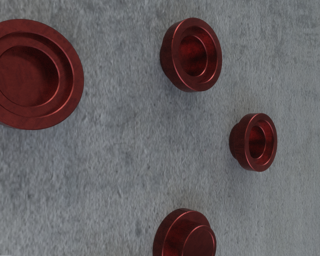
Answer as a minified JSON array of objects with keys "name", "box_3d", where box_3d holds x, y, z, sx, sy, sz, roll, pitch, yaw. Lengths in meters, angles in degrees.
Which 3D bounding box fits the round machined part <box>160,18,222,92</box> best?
[{"name":"round machined part","box_3d":[0.038,-0.098,0.428,0.099,0.042,0.097,0,90,-40]}]

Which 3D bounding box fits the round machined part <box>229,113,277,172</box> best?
[{"name":"round machined part","box_3d":[0.155,0.024,0.527,0.099,0.042,0.097,0,90,-40]}]

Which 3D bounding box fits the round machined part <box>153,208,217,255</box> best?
[{"name":"round machined part","box_3d":[0.041,0.165,0.431,0.099,0.042,0.097,0,90,-40]}]

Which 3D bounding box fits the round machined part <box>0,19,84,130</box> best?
[{"name":"round machined part","box_3d":[-0.126,-0.047,0.289,0.099,0.042,0.097,0,90,-40]}]
